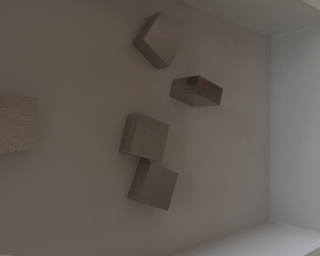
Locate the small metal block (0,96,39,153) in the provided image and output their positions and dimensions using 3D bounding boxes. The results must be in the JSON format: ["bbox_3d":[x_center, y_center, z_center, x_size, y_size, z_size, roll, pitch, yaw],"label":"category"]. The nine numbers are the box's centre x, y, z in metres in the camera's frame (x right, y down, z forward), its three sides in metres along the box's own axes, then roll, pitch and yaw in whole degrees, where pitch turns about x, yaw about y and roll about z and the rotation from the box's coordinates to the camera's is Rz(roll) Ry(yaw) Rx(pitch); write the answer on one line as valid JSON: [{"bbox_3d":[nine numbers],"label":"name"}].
[{"bbox_3d":[-0.143,-0.003,0.287,0.050,0.025,0.050,-3,92,-40],"label":"small metal block"}]

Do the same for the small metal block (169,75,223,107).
[{"bbox_3d":[0.050,-0.050,0.432,0.050,0.050,0.025,20,78,-38],"label":"small metal block"}]

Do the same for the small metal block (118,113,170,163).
[{"bbox_3d":[-0.019,0.013,0.390,0.050,0.025,0.050,21,77,-38],"label":"small metal block"}]

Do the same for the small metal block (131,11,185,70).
[{"bbox_3d":[-0.001,-0.113,0.405,0.050,0.025,0.050,42,65,-32],"label":"small metal block"}]

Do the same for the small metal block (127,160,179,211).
[{"bbox_3d":[-0.008,0.074,0.400,0.050,0.025,0.050,28,73,-37],"label":"small metal block"}]
